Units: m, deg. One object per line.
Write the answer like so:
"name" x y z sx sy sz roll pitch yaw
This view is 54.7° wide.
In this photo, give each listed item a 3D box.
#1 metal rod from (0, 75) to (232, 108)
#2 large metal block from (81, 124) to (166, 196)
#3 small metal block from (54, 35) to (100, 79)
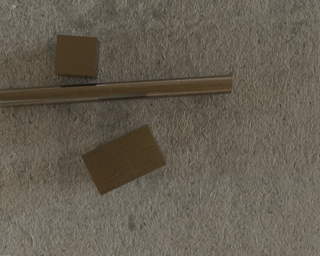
"metal rod" -0.058 -0.048 0.409 0.302 0.025 0.025 -4 90 -1
"large metal block" -0.040 0.035 0.382 0.080 0.080 0.050 -26 90 0
"small metal block" -0.108 -0.093 0.409 0.050 0.025 0.050 4 90 -1
